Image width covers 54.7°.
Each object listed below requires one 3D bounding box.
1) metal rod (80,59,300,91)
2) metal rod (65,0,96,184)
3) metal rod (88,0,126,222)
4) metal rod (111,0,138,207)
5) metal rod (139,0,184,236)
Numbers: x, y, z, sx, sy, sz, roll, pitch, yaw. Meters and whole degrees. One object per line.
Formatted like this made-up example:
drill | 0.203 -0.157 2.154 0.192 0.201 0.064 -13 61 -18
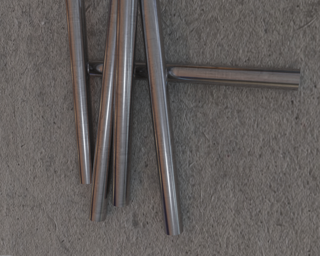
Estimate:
metal rod | 0.017 -0.072 0.402 0.301 0.025 0.025 7 92 19
metal rod | -0.108 -0.070 0.422 0.025 0.025 0.298 2 100 20
metal rod | -0.070 -0.018 0.414 0.025 0.025 0.298 11 101 19
metal rod | -0.045 -0.041 0.393 0.025 0.025 0.298 9 105 20
metal rod | 0.002 -0.013 0.388 0.025 0.025 0.298 -4 96 20
